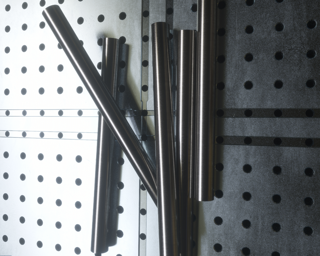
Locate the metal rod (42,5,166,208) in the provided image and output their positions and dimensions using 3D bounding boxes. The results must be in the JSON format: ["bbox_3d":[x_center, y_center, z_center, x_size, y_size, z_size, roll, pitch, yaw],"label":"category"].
[{"bbox_3d":[-0.069,-0.027,0.410,0.025,0.025,0.299,-31,90,17],"label":"metal rod"}]

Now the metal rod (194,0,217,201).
[{"bbox_3d":[0.058,-0.059,0.391,0.025,0.025,0.298,1,90,19],"label":"metal rod"}]

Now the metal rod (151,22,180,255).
[{"bbox_3d":[0.006,0.012,0.394,0.025,0.025,0.298,-5,83,19],"label":"metal rod"}]

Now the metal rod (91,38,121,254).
[{"bbox_3d":[-0.077,0.025,0.438,0.025,0.025,0.298,4,91,19],"label":"metal rod"}]

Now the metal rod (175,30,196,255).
[{"bbox_3d":[0.032,0.026,0.400,0.025,0.025,0.298,1,90,19],"label":"metal rod"}]
